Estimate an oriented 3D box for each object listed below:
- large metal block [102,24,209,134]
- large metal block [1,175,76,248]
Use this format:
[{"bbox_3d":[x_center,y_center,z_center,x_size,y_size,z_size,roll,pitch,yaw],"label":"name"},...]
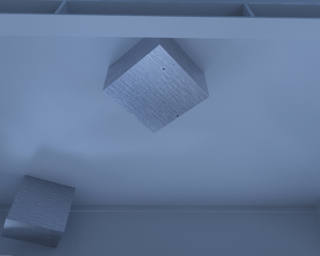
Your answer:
[{"bbox_3d":[-0.004,-0.052,0.348,0.080,0.050,0.080,-34,123,25],"label":"large metal block"},{"bbox_3d":[-0.186,0.129,0.481,0.080,0.080,0.050,20,127,-16],"label":"large metal block"}]
